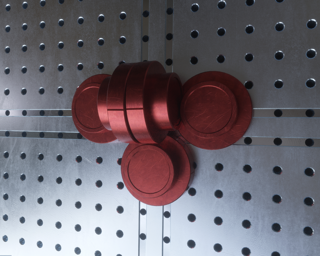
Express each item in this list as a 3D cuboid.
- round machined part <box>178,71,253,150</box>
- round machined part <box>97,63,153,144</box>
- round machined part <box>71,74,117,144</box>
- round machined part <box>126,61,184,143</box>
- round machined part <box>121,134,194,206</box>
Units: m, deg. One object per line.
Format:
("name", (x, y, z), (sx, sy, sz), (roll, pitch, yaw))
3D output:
("round machined part", (0.062, -0.022, 0.380), (0.098, 0.042, 0.097), (0, 90, 19))
("round machined part", (-0.042, -0.030, 0.381), (0.042, 0.098, 0.097), (1, 91, 20))
("round machined part", (-0.083, -0.027, 0.431), (0.098, 0.042, 0.097), (0, 90, 19))
("round machined part", (0.000, -0.031, 0.367), (0.042, 0.098, 0.097), (-1, 90, 20))
("round machined part", (-0.007, 0.054, 0.405), (0.098, 0.042, 0.097), (0, 90, 19))
